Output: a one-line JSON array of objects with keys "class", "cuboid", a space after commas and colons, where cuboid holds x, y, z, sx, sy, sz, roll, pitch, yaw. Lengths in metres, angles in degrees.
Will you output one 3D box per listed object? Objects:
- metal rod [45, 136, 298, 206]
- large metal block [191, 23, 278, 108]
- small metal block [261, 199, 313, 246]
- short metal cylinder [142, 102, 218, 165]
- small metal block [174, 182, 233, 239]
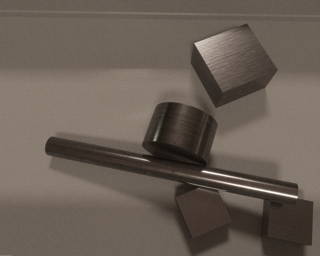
[{"class": "metal rod", "cuboid": [0.005, 0.049, 0.373, 0.301, 0.025, 0.025, 10, 70, 10]}, {"class": "large metal block", "cuboid": [0.099, -0.085, 0.429, 0.080, 0.050, 0.080, -23, 72, -9]}, {"class": "small metal block", "cuboid": [0.152, 0.110, 0.371, 0.050, 0.025, 0.050, 11, 70, 3]}, {"class": "short metal cylinder", "cuboid": [0.024, 0.010, 0.377, 0.080, 0.080, 0.050, 17, 71, 6]}, {"class": "small metal block", "cuboid": [0.051, 0.099, 0.374, 0.050, 0.025, 0.050, -21, 72, -8]}]
